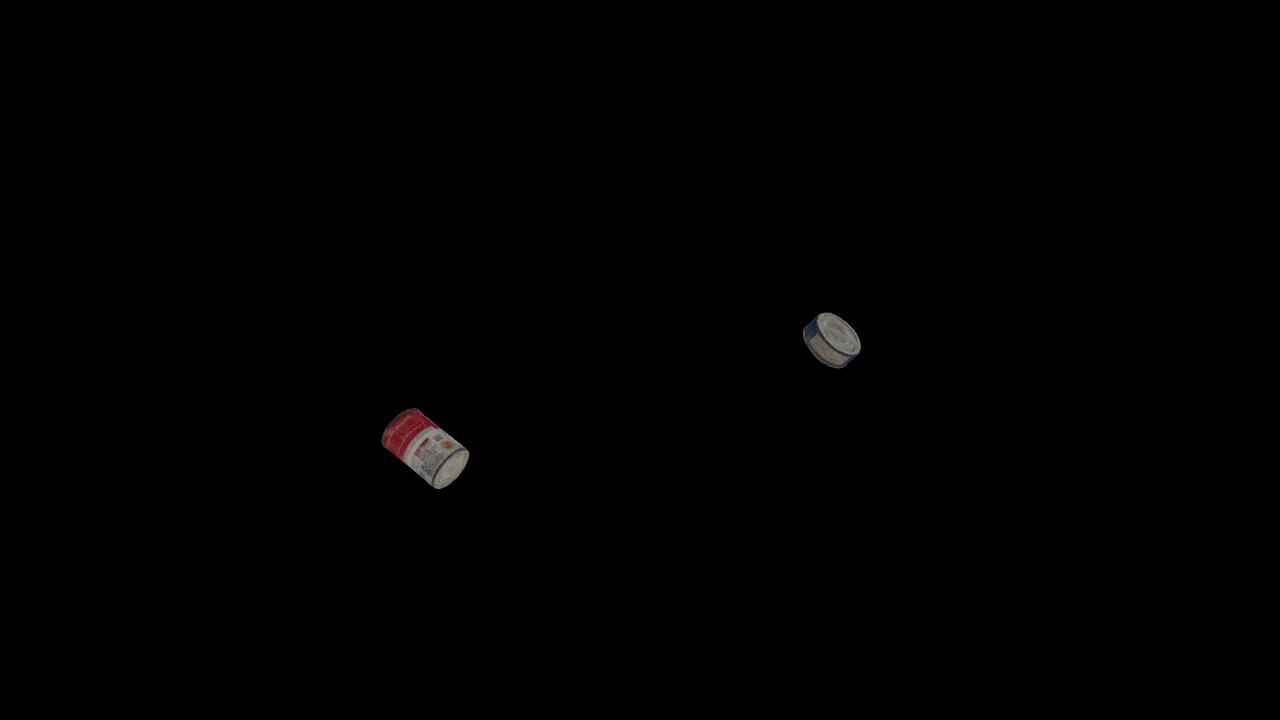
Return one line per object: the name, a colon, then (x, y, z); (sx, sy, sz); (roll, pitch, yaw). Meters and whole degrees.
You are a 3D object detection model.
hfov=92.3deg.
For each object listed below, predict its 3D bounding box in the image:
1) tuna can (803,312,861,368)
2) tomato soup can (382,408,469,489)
tuna can: (0.289, -0.031, 0.924); (0.084, 0.084, 0.034); (0, -36, -34)
tomato soup can: (-0.294, 0.122, 0.847); (0.101, 0.068, 0.068); (34, 10, 16)
